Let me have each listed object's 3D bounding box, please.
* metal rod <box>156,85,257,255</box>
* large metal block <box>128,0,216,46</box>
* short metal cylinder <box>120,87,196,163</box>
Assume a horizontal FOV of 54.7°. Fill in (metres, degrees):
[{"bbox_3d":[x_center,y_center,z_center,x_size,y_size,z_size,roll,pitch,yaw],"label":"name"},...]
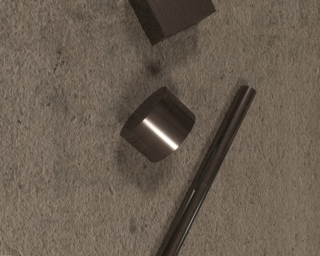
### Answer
[{"bbox_3d":[0.061,0.073,0.433,0.025,0.025,0.299,31,80,-18],"label":"metal rod"},{"bbox_3d":[0.012,-0.165,0.401,0.080,0.050,0.080,-31,101,-18],"label":"large metal block"},{"bbox_3d":[-0.003,-0.004,0.380,0.050,0.080,0.080,43,77,-16],"label":"short metal cylinder"}]
